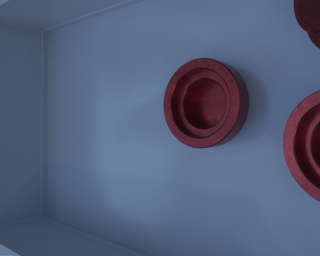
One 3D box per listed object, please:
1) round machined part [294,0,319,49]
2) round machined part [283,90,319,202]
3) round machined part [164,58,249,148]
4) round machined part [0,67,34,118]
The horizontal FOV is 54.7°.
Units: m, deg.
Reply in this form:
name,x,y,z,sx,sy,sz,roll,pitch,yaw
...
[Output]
name,x,y,z,sx,sy,sz,roll,pitch,yaw
round machined part,0.145,-0.109,0.244,0.098,0.042,0.097,180,89,-78
round machined part,0.157,0.015,0.255,0.098,0.042,0.097,6,97,55
round machined part,0.055,-0.027,0.350,0.098,0.042,0.097,0,90,40
round machined part,-0.285,-0.070,0.606,0.042,0.098,0.097,-7,85,14
